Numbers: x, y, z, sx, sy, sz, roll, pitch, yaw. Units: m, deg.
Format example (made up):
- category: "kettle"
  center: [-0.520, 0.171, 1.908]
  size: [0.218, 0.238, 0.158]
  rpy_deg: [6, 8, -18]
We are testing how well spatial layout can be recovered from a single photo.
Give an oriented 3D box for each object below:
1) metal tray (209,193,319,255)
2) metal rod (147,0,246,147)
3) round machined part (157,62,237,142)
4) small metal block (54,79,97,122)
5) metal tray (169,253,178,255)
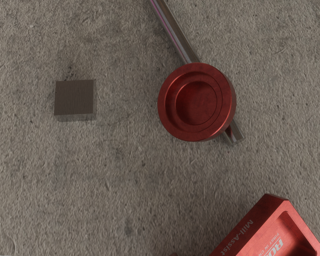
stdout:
- category: "metal tray"
  center: [0.107, 0.147, 0.331]
  size: [0.130, 0.030, 0.090]
  rpy_deg: [-42, 105, -15]
- category: "metal rod"
  center: [0.038, -0.109, 0.448]
  size: [0.025, 0.025, 0.299]
  rpy_deg: [-23, 72, -9]
- category: "round machined part"
  center: [0.049, -0.031, 0.396]
  size: [0.098, 0.042, 0.097]
  rpy_deg: [-3, 84, 29]
- category: "small metal block"
  center: [-0.113, -0.037, 0.420]
  size: [0.050, 0.025, 0.050]
  rpy_deg: [-3, 70, -2]
- category: "metal tray"
  center: [0.032, 0.193, 0.302]
  size: [0.030, 0.090, 0.130]
  rpy_deg: [-28, 73, -4]
